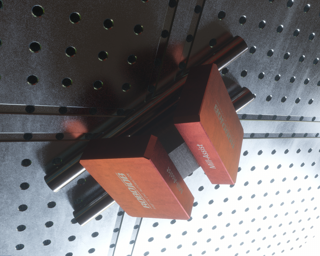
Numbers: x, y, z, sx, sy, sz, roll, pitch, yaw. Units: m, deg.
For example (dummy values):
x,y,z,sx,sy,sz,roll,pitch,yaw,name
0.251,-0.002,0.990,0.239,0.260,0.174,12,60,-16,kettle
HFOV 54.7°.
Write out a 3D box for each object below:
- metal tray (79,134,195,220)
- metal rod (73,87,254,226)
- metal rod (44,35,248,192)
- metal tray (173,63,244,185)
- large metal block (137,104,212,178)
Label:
x,y,z,sx,sy,sz,roll,pitch,yaw,name
-0.023,0.063,0.369,0.090,0.030,0.130,-5,135,27,metal tray
0.008,0.038,0.441,0.301,0.025,0.025,-36,130,-5,metal rod
-0.014,-0.020,0.393,0.301,0.025,0.025,-37,130,-4,metal rod
0.065,-0.001,0.377,0.130,0.030,0.090,56,42,-39,metal tray
0.016,0.017,0.396,0.080,0.080,0.050,-36,130,-5,large metal block
